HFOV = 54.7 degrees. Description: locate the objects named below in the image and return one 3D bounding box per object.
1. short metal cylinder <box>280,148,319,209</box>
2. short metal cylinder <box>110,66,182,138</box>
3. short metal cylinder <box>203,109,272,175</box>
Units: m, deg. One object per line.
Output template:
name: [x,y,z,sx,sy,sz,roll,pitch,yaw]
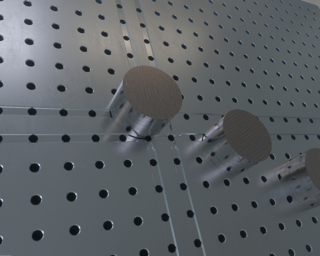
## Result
short metal cylinder: [0.232,0.077,0.470,0.081,0.050,0.080,14,56,-21]
short metal cylinder: [-0.018,-0.034,0.402,0.081,0.050,0.080,13,56,-21]
short metal cylinder: [0.108,0.020,0.438,0.081,0.050,0.080,14,56,-21]
